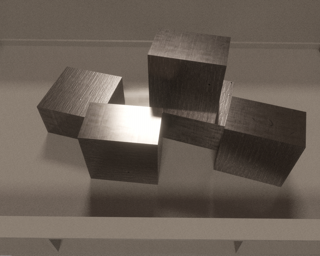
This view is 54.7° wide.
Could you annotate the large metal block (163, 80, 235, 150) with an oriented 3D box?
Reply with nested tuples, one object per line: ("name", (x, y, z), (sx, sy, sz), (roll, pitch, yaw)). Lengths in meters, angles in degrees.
("large metal block", (0.048, -0.024, 0.410), (0.080, 0.050, 0.080), (14, 51, 11))

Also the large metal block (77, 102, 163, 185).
("large metal block", (-0.040, 0.019, 0.353), (0.080, 0.080, 0.050), (5, 50, 4))

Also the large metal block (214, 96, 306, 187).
("large metal block", (0.112, 0.017, 0.357), (0.080, 0.080, 0.050), (14, 52, 11))

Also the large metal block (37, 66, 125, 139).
("large metal block", (-0.100, -0.031, 0.414), (0.080, 0.050, 0.080), (12, 51, 10))

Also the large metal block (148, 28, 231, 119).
("large metal block", (0.032, -0.061, 0.357), (0.080, 0.080, 0.050), (10, 51, 8))
